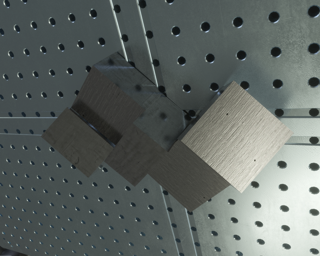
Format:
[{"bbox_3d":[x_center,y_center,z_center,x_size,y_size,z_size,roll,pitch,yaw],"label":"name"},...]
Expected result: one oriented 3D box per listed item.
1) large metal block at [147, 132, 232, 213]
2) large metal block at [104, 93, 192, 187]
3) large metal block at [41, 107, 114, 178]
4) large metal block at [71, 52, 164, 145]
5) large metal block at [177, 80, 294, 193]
[{"bbox_3d":[0.042,0.050,0.404,0.080,0.050,0.080,43,129,1],"label":"large metal block"},{"bbox_3d":[-0.014,0.014,0.392,0.050,0.080,0.080,40,129,-1],"label":"large metal block"},{"bbox_3d":[-0.104,0.018,0.433,0.080,0.080,0.050,41,91,-1],"label":"large metal block"},{"bbox_3d":[-0.056,-0.036,0.403,0.080,0.050,0.080,41,131,-1],"label":"large metal block"},{"bbox_3d":[0.077,0.009,0.333,0.080,0.050,0.080,41,89,-1],"label":"large metal block"}]
